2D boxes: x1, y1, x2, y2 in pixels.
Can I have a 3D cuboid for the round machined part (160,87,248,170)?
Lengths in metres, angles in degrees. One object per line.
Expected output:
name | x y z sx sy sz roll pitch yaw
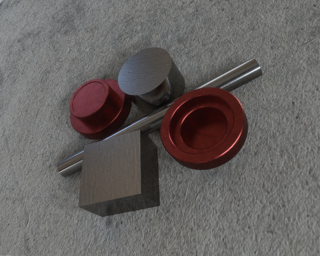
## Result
round machined part | 0.054 0.004 0.363 0.098 0.042 0.098 -13 56 21

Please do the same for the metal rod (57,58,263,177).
metal rod | -0.008 -0.009 0.416 0.300 0.025 0.025 -28 52 10

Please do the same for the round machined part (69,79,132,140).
round machined part | -0.096 -0.035 0.466 0.098 0.042 0.098 -13 56 21

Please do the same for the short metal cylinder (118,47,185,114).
short metal cylinder | -0.011 -0.066 0.435 0.080 0.050 0.080 -13 56 21

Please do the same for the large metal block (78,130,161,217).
large metal block | -0.048 0.057 0.380 0.080 0.050 0.080 -16 55 19
